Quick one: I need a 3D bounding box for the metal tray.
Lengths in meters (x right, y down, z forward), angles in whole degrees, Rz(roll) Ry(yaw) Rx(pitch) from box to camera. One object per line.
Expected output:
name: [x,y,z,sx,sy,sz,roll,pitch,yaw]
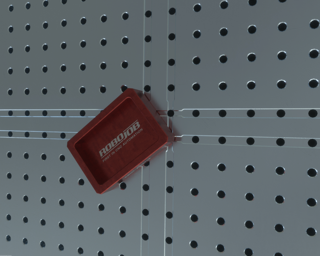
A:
metal tray: [-0.056,0.019,0.430,0.130,0.030,0.090,-39,78,15]
